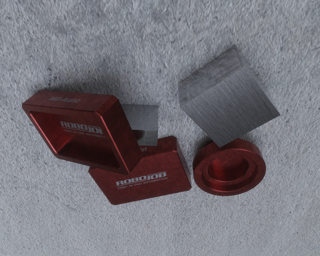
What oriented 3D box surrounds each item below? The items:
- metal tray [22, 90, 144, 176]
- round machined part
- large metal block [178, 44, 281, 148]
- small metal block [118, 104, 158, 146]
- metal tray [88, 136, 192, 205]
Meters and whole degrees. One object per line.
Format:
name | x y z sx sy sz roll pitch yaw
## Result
metal tray | -0.091 0.004 0.362 0.130 0.030 0.090 7 133 33
round machined part | 0.095 0.050 0.439 0.099 0.042 0.097 0 130 0
large metal block | 0.079 -0.035 0.362 0.080 0.050 0.080 -32 123 24
small metal block | -0.028 -0.005 0.387 0.050 0.050 0.025 2 130 -2
metal tray | -0.027 0.066 0.460 0.130 0.030 0.090 -14 129 11
